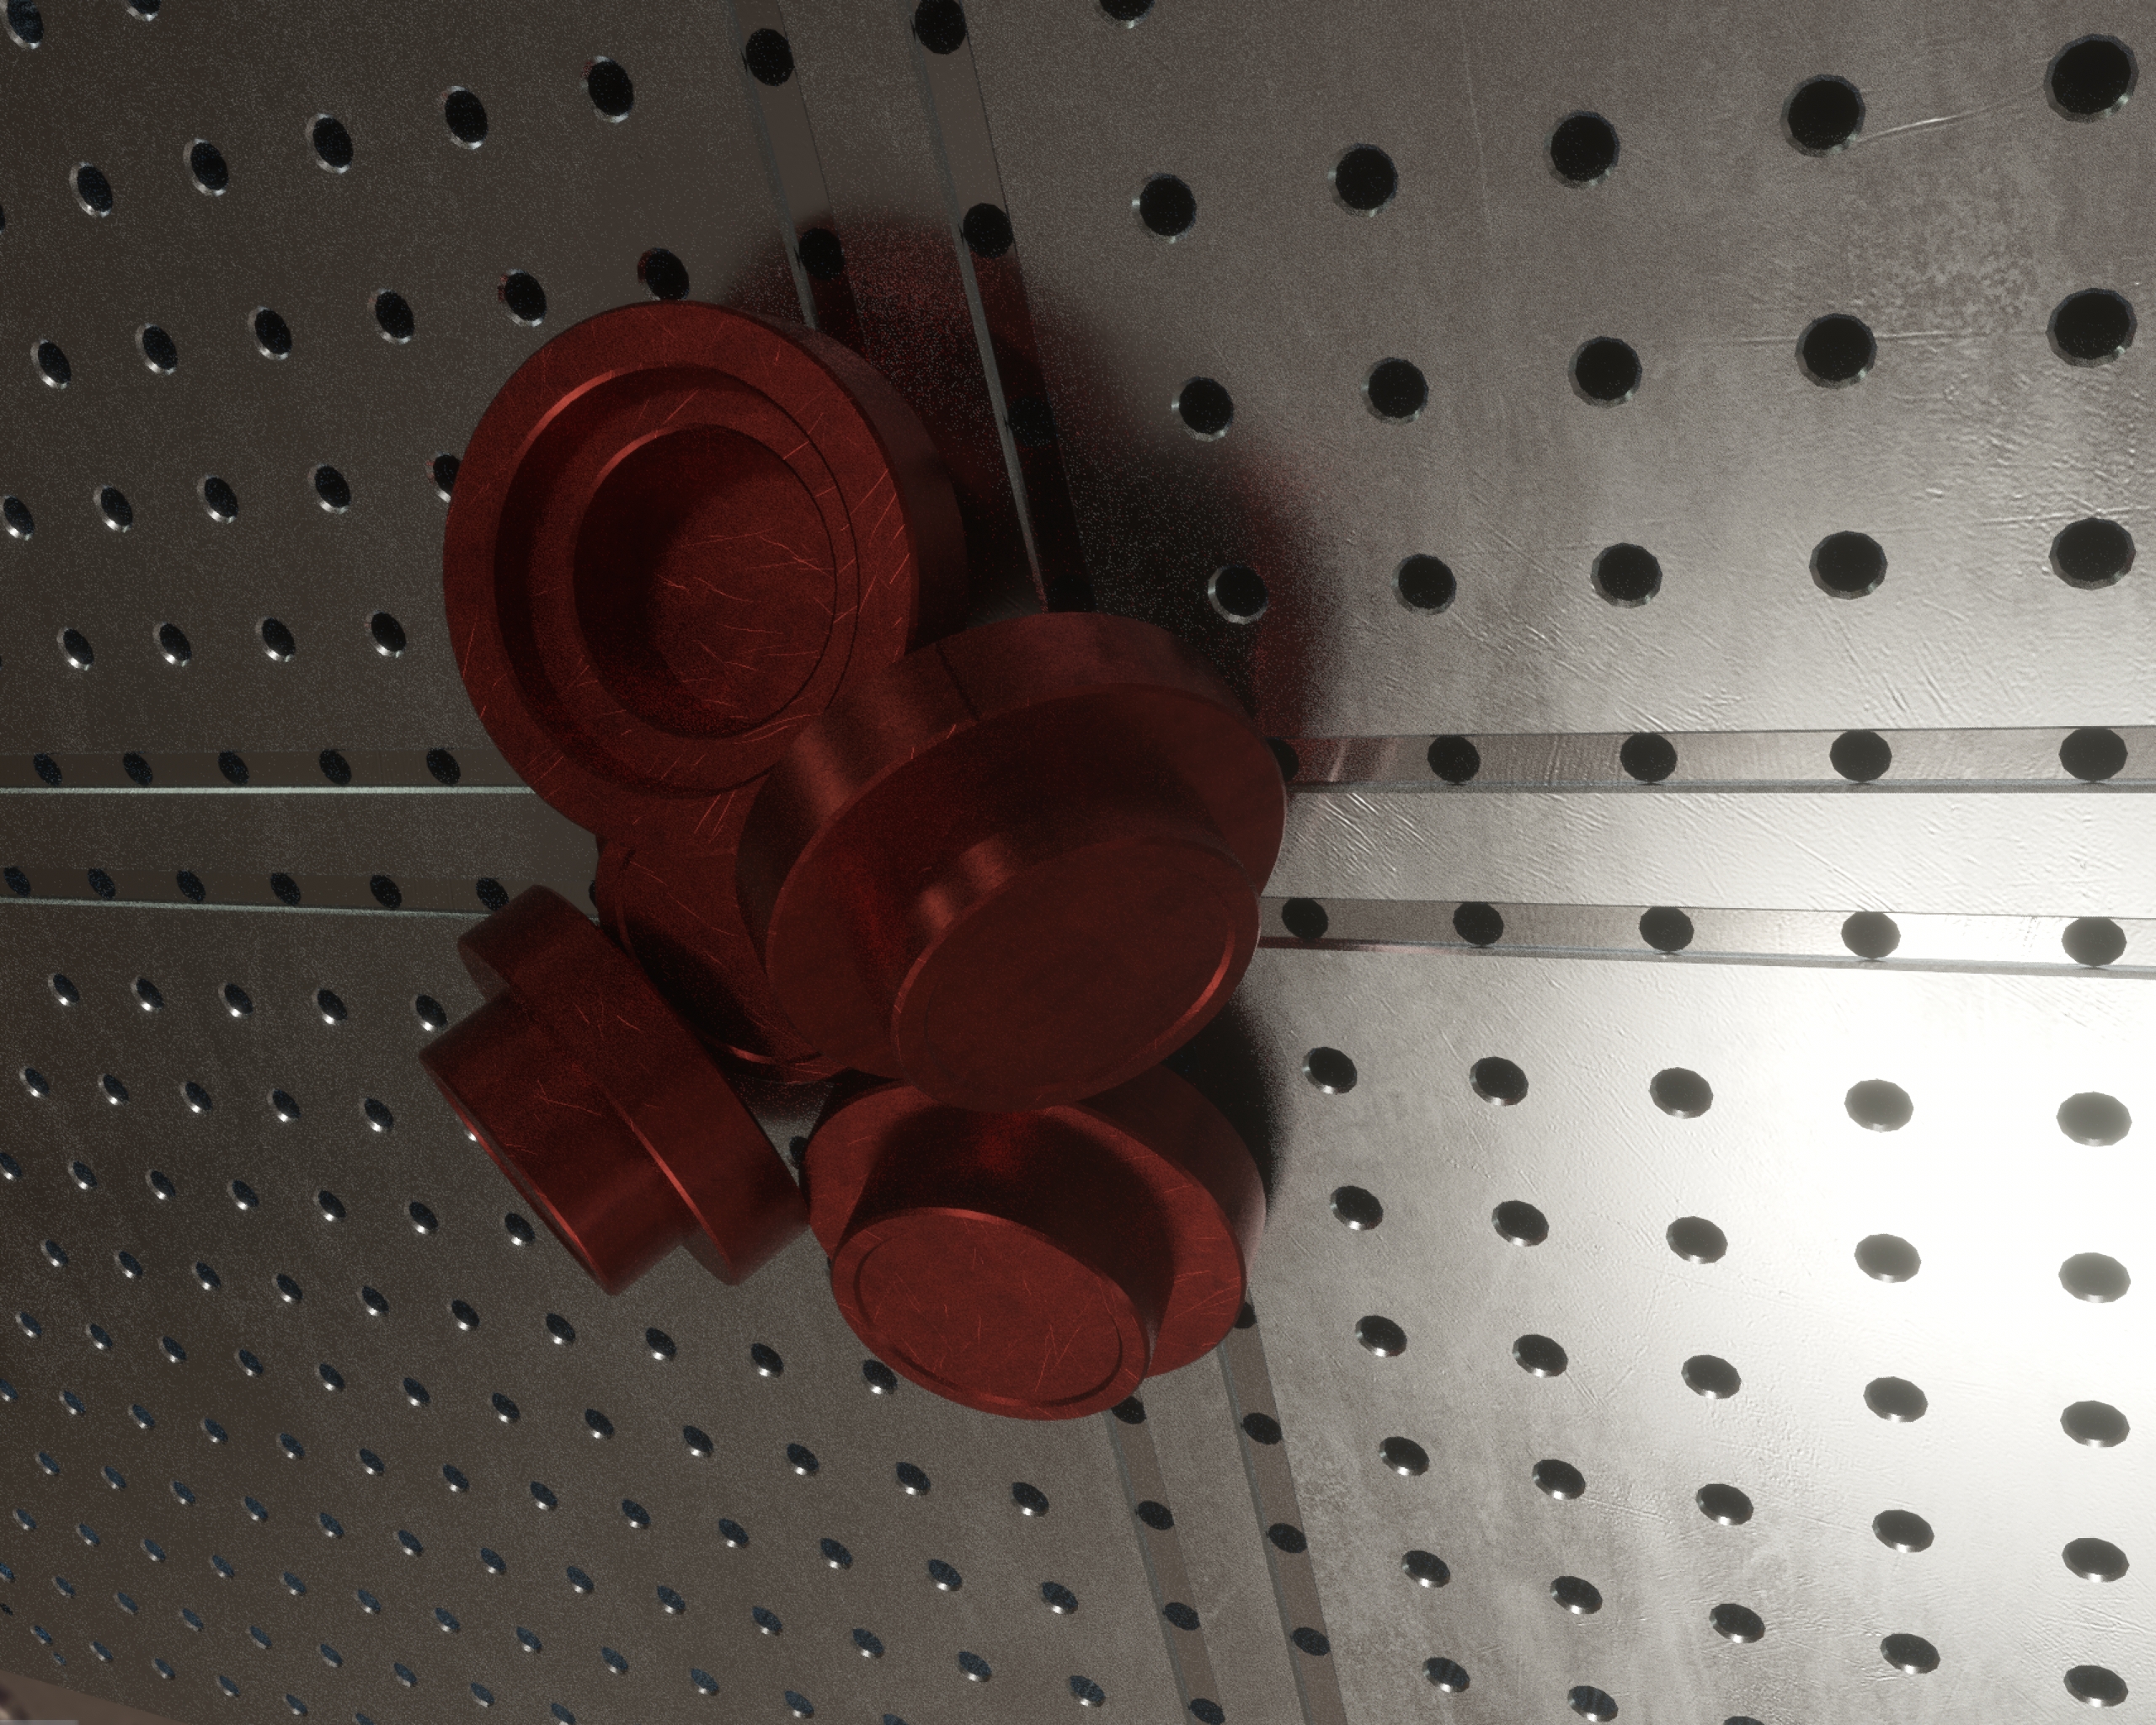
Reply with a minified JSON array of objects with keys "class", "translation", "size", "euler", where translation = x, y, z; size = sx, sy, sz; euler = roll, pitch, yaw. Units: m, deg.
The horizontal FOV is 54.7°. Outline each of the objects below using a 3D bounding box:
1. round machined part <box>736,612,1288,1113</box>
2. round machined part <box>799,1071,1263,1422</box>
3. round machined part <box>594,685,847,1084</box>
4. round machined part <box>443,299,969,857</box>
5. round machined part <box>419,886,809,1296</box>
[{"class":"round machined part","translation":[-0.007,0.007,0.369],"size":[0.042,0.099,0.097],"euler":[61,141,39]},{"class":"round machined part","translation":[-0.013,0.080,0.439],"size":[0.098,0.042,0.097],"euler":[10,133,11]},{"class":"round machined part","translation":[-0.060,0.007,0.433],"size":[0.098,0.042,0.097],"euler":[13,124,20]},{"class":"round machined part","translation":[-0.064,-0.052,0.386],"size":[0.098,0.042,0.097],"euler":[3,99,22]},{"class":"round machined part","translation":[-0.107,0.056,0.458],"size":[0.098,0.042,0.098],"euler":[43,159,22]}]
